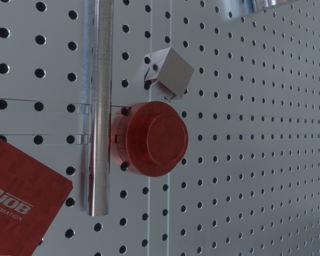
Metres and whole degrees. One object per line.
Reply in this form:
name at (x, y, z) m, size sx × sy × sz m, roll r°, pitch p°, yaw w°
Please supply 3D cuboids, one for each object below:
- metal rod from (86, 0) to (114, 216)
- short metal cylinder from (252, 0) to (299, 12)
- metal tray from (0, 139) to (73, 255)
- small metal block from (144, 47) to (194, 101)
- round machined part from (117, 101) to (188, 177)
metal rod at (-0.067, -0.053, 0.352) m, size 0.025 × 0.025 × 0.298 m, roll 2°, pitch 89°, yaw -40°
short metal cylinder at (0.201, -0.240, 0.542) m, size 0.081 × 0.080 × 0.050 m, roll -23°, pitch 105°, yaw -38°
metal tray at (-0.156, 0.057, 0.276) m, size 0.130 × 0.030 × 0.090 m, roll 42°, pitch 65°, yaw -32°
small metal block at (0.014, -0.072, 0.421) m, size 0.050 × 0.025 × 0.050 m, roll 36°, pitch 68°, yaw -34°
round machined part at (-0.002, 0.014, 0.397) m, size 0.099 × 0.042 × 0.097 m, roll -1°, pitch 91°, yaw -40°
